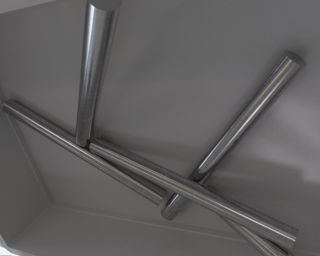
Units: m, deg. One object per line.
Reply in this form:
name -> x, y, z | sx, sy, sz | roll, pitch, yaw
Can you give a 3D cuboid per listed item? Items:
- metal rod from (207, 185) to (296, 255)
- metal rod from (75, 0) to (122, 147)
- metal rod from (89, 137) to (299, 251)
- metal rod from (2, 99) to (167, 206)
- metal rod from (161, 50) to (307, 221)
metal rod -> 0.157, 0.163, 0.340 | 0.300, 0.025, 0.025 | 38, 135, 39
metal rod -> -0.080, -0.038, 0.353 | 0.025, 0.025, 0.299 | 39, 153, 2
metal rod -> 0.025, 0.075, 0.411 | 0.300, 0.025, 0.025 | 22, 127, 26
metal rod -> -0.125, 0.035, 0.496 | 0.301, 0.025, 0.025 | 30, 128, 9
metal rod -> 0.072, 0.033, 0.391 | 0.025, 0.025, 0.298 | 35, 129, 5
